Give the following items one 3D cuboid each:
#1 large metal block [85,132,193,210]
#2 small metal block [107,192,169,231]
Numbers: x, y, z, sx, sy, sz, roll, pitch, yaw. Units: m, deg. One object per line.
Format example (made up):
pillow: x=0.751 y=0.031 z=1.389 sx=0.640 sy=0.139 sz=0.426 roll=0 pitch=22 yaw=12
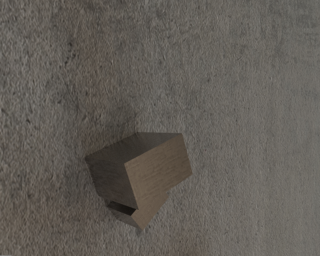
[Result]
large metal block: x=-0.024 y=0.043 z=0.351 sx=0.081 sy=0.080 sz=0.050 roll=-26 pitch=107 yaw=-37
small metal block: x=-0.027 y=0.088 z=0.368 sx=0.050 sy=0.050 sz=0.025 roll=-47 pitch=119 yaw=-30
